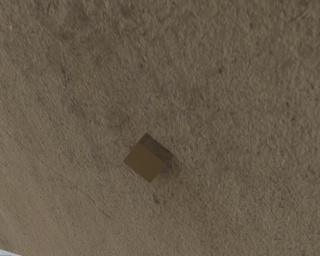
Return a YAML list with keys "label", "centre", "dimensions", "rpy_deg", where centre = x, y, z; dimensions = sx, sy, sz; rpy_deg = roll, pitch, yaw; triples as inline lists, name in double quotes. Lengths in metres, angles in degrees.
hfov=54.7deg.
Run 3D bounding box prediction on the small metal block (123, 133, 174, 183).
- label: "small metal block"
  centre: [-0.017, 0.043, 0.441]
  dimensions: [0.050, 0.025, 0.050]
  rpy_deg: [39, 129, 1]
